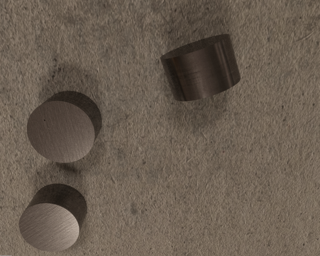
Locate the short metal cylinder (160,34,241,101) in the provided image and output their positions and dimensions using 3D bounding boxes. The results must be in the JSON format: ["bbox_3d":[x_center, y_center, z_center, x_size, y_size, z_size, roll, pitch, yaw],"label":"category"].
[{"bbox_3d":[0.046,-0.070,0.355,0.080,0.080,0.050,-18,109,6],"label":"short metal cylinder"}]

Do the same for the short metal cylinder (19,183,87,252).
[{"bbox_3d":[-0.150,0.127,0.441,0.081,0.050,0.079,0,110,-1],"label":"short metal cylinder"}]

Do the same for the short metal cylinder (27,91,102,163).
[{"bbox_3d":[-0.119,-0.003,0.394,0.081,0.050,0.079,0,110,-1],"label":"short metal cylinder"}]
